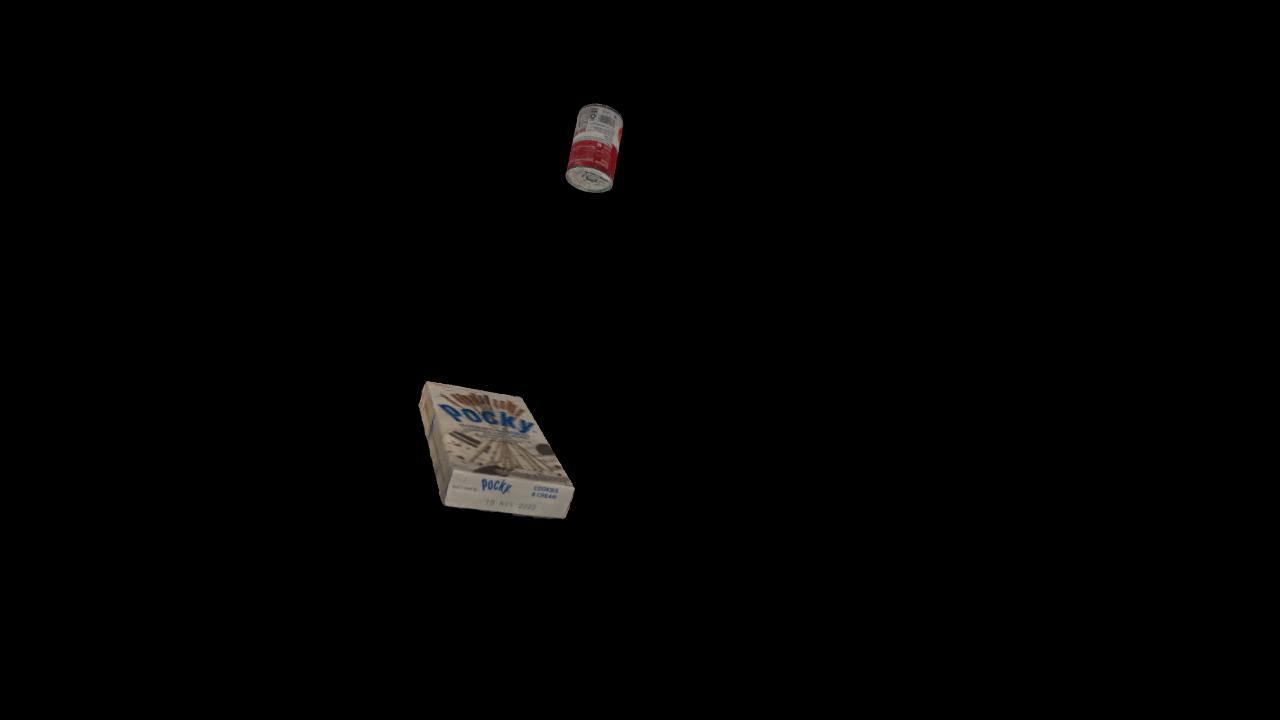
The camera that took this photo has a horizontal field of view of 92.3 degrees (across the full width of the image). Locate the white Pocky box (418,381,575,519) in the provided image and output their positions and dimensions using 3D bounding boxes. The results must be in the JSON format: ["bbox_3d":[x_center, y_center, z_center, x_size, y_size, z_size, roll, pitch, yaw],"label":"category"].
[{"bbox_3d":[-0.109,0.060,0.444,0.084,0.028,0.154,14,13,-28],"label":"white Pocky box"}]

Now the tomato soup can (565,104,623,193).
[{"bbox_3d":[-0.064,-0.297,0.866,0.068,0.101,0.068,8,-14,2],"label":"tomato soup can"}]
